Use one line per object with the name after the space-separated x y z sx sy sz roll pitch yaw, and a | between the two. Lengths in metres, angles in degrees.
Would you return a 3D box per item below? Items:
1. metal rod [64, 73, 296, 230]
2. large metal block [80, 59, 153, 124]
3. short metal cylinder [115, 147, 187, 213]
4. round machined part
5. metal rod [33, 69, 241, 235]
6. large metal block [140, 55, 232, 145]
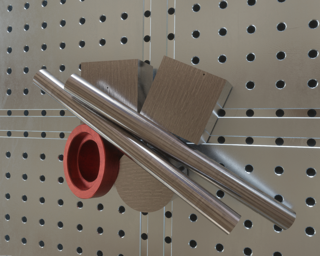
0.021 0.026 0.361 0.301 0.025 0.025 32 101 2 | metal rod
-0.056 -0.045 0.412 0.080 0.050 0.079 1 90 20 | large metal block
-0.010 0.062 0.398 0.080 0.050 0.079 0 90 20 | short metal cylinder
-0.086 0.044 0.418 0.098 0.042 0.097 -4 84 43 | round machined part
-0.038 0.018 0.367 0.300 0.025 0.025 36 102 15 | metal rod
0.032 -0.033 0.383 0.080 0.050 0.080 26 98 18 | large metal block
